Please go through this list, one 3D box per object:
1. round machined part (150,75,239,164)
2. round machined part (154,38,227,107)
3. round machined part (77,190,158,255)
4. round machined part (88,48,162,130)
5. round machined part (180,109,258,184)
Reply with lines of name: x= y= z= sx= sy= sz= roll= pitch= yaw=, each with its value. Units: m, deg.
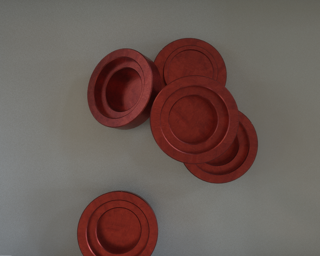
round machined part: x=0.037 y=-0.010 z=0.359 sx=0.099 sy=0.042 sz=0.097 roll=0 pitch=93 yaw=-3
round machined part: x=0.038 y=-0.069 z=0.403 sx=0.099 sy=0.042 sz=0.097 roll=0 pitch=90 yaw=0
round machined part: x=-0.052 y=0.129 z=0.397 sx=0.099 sy=0.042 sz=0.098 roll=0 pitch=81 yaw=-2
round machined part: x=-0.040 y=-0.046 z=0.388 sx=0.098 sy=0.042 sz=0.098 roll=-5 pitch=79 yaw=30
round machined part: x=0.072 y=0.020 z=0.403 sx=0.099 sy=0.042 sz=0.097 roll=0 pitch=91 yaw=-1
